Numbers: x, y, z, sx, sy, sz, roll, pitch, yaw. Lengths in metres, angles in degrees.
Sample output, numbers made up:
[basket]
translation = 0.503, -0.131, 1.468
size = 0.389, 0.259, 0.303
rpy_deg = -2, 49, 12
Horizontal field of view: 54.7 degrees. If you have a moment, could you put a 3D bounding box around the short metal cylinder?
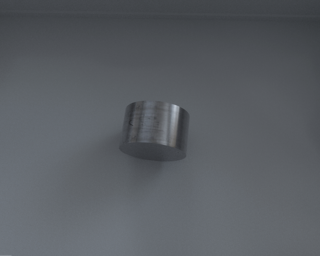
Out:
[short metal cylinder]
translation = -0.006, 0.006, 0.378
size = 0.080, 0.080, 0.050
rpy_deg = 6, 70, 2
